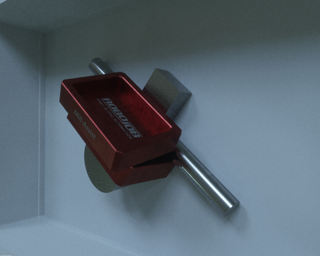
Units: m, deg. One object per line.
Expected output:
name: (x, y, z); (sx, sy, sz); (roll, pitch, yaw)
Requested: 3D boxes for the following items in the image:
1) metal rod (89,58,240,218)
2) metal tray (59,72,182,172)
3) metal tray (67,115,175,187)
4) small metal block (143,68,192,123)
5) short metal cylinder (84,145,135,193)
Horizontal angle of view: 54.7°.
metal rod: (-0.011, -0.005, 0.414); (0.300, 0.025, 0.025); (46, 118, 29)
metal tray: (-0.049, -0.015, 0.368); (0.130, 0.091, 0.030); (47, 135, 29)
metal tray: (-0.050, 0.013, 0.401); (0.130, 0.091, 0.030); (47, 118, 29)
small metal block: (0.005, -0.041, 0.399); (0.050, 0.025, 0.050); (48, 118, 29)
short metal cylinder: (-0.061, 0.044, 0.430); (0.080, 0.050, 0.079); (10, 104, 44)
